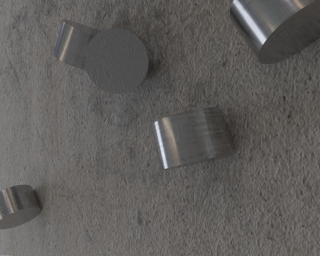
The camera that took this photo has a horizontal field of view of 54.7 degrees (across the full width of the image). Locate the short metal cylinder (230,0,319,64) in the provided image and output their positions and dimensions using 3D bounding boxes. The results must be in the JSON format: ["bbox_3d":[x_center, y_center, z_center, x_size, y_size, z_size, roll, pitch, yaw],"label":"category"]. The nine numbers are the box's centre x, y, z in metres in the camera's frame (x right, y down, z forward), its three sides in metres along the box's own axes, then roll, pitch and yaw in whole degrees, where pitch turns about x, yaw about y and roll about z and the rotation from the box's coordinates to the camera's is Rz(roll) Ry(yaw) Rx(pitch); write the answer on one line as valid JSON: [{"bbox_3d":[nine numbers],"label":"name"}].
[{"bbox_3d":[0.111,-0.103,0.277,0.080,0.081,0.050,-40,66,33],"label":"short metal cylinder"}]

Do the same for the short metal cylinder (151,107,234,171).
[{"bbox_3d":[0.035,0.014,0.340,0.080,0.081,0.050,-21,77,38],"label":"short metal cylinder"}]

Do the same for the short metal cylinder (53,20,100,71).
[{"bbox_3d":[-0.111,-0.121,0.461,0.080,0.081,0.050,36,113,34],"label":"short metal cylinder"}]

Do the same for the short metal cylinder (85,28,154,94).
[{"bbox_3d":[-0.051,-0.088,0.407,0.080,0.050,0.079,1,103,6],"label":"short metal cylinder"}]

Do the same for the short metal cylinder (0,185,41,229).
[{"bbox_3d":[-0.281,0.153,0.602,0.080,0.081,0.050,-46,63,30],"label":"short metal cylinder"}]
